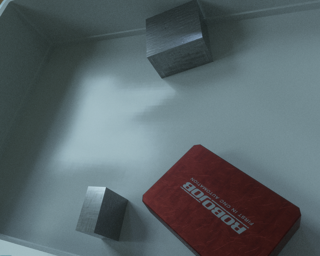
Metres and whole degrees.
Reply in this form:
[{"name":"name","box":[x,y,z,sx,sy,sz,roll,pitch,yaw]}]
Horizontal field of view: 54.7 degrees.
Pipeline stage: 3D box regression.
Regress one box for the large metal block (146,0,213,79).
[{"name":"large metal block","box":[0.027,-0.129,0.453,0.080,0.050,0.080,-15,56,19]}]

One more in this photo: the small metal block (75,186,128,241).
[{"name":"small metal block","box":[-0.066,0.100,0.361,0.025,0.050,0.050,-3,61,27]}]

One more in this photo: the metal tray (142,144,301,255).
[{"name":"metal tray","box":[0.057,0.082,0.310,0.090,0.030,0.130,-42,50,-17]}]
